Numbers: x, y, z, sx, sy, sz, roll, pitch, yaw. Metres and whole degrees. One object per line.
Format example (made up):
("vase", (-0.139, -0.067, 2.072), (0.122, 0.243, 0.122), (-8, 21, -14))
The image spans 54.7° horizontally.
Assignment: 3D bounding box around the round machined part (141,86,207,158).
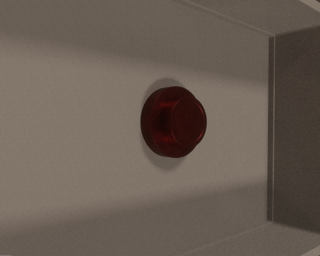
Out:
("round machined part", (0.026, -0.008, 0.419), (0.099, 0.042, 0.097), (0, 90, -40))
